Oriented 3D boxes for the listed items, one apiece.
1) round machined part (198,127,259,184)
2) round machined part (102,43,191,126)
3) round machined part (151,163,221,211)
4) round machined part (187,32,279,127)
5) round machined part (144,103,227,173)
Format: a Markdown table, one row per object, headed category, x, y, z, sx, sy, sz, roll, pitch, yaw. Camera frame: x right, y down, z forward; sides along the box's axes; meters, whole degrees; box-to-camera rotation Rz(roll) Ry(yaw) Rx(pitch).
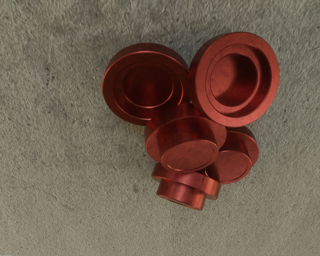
| category | x | y | z | sx | sy | sz | roll | pitch | yaw |
| --- | --- | --- | --- | --- | --- | --- | --- | --- | --- |
| round machined part | 0.089 | 0.042 | 0.434 | 0.099 | 0.042 | 0.097 | -1 | 130 | 0 |
| round machined part | -0.014 | -0.052 | 0.353 | 0.099 | 0.042 | 0.097 | -1 | 130 | 0 |
| round machined part | 0.033 | 0.086 | 0.438 | 0.098 | 0.042 | 0.098 | 18 | 165 | 6 |
| round machined part | 0.075 | -0.053 | 0.336 | 0.099 | 0.042 | 0.097 | -5 | 105 | -17 |
| round machined part | 0.032 | 0.019 | 0.371 | 0.099 | 0.042 | 0.097 | -7 | 141 | -5 |
